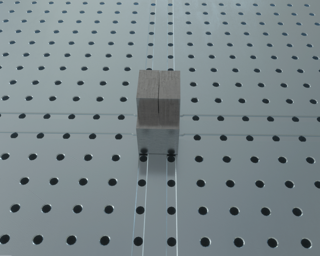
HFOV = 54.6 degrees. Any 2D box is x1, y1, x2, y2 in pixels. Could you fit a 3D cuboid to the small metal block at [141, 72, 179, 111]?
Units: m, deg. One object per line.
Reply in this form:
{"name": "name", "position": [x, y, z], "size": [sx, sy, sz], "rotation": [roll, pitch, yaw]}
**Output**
{"name": "small metal block", "position": [0.000, -0.050, 0.433], "size": [0.050, 0.050, 0.025], "rotation": [1, 50, 1]}

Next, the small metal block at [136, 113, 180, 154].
{"name": "small metal block", "position": [-0.002, 0.008, 0.385], "size": [0.050, 0.050, 0.025], "rotation": [1, 50, 1]}

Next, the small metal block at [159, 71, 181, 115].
{"name": "small metal block", "position": [0.012, -0.037, 0.390], "size": [0.025, 0.050, 0.050], "rotation": [1, 50, 2]}

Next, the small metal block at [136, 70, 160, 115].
{"name": "small metal block", "position": [-0.014, -0.037, 0.390], "size": [0.025, 0.050, 0.050], "rotation": [2, 50, 1]}

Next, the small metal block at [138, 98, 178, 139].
{"name": "small metal block", "position": [-0.001, -0.013, 0.418], "size": [0.050, 0.025, 0.050], "rotation": [1, 50, 2]}
